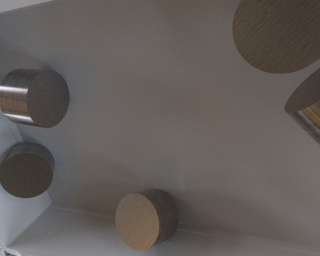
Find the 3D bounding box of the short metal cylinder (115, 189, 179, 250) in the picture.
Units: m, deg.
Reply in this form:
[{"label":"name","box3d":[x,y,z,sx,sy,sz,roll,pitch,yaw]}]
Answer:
[{"label":"short metal cylinder","box3d":[-0.019,0.134,0.462,0.080,0.050,0.080,-2,87,35]}]

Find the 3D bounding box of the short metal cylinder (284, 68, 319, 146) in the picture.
[{"label":"short metal cylinder","box3d":[0.160,-0.024,0.273,0.050,0.080,0.080,44,129,-3]}]

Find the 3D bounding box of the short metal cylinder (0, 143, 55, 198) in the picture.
[{"label":"short metal cylinder","box3d":[-0.223,0.071,0.525,0.081,0.050,0.079,-5,108,-14]}]

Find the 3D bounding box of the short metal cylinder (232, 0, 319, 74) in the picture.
[{"label":"short metal cylinder","box3d":[0.110,-0.095,0.275,0.080,0.050,0.079,13,124,20]}]

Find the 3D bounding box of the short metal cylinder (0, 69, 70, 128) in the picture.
[{"label":"short metal cylinder","box3d":[-0.175,-0.043,0.437,0.050,0.080,0.079,8,122,24]}]
